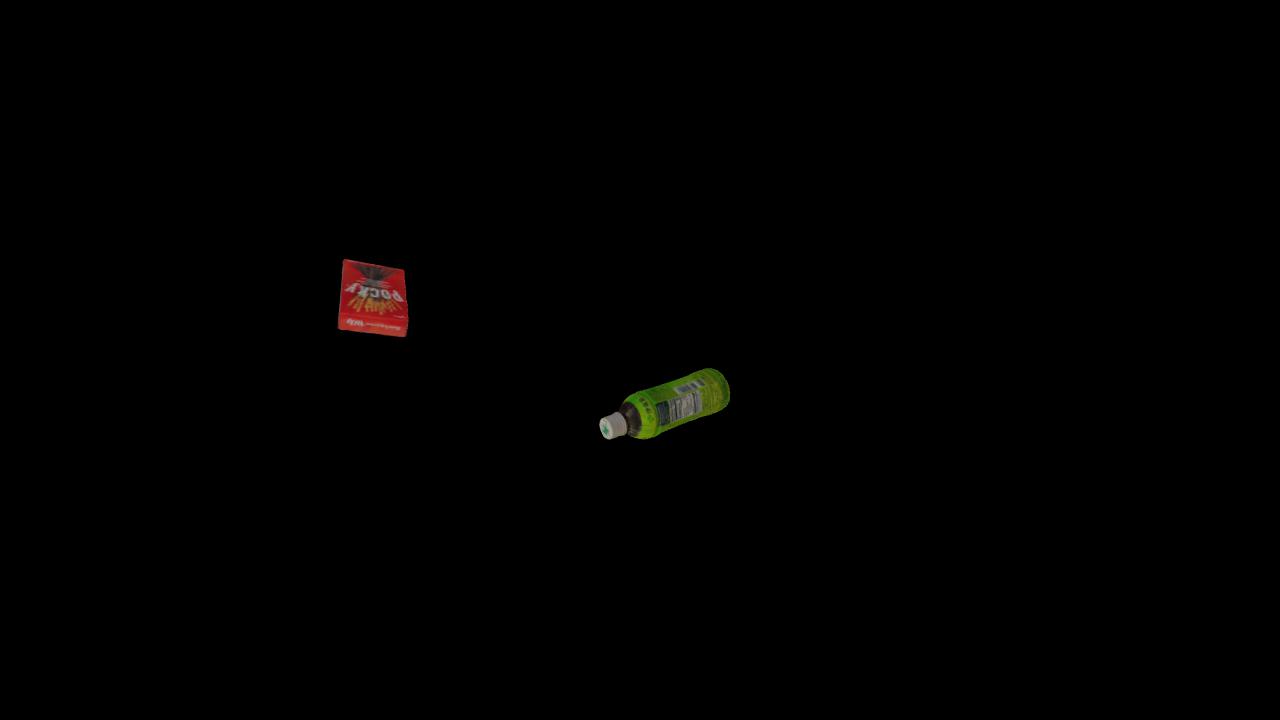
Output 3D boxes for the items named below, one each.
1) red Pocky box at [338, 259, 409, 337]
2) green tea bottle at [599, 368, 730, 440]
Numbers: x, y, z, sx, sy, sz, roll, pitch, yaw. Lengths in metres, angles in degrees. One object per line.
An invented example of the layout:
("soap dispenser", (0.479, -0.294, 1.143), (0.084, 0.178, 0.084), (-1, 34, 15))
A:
("red Pocky box", (-0.359, -0.086, 0.830), (0.083, 0.028, 0.155), (8, 30, -29))
("green tea bottle", (0.035, 0.067, 0.878), (0.212, 0.073, 0.073), (-14, 9, -38))
